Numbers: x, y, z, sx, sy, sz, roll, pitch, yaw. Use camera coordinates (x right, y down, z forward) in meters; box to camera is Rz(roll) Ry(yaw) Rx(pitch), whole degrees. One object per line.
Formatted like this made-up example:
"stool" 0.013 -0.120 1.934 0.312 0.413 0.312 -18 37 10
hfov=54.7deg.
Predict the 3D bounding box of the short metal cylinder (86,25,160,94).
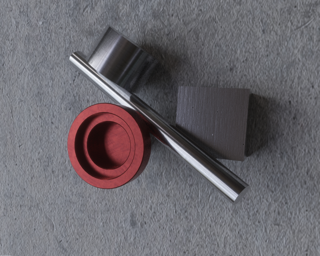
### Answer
"short metal cylinder" -0.047 -0.088 0.396 0.080 0.080 0.050 39 102 15

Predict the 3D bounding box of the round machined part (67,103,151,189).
"round machined part" -0.056 0.020 0.367 0.098 0.042 0.097 1 92 19

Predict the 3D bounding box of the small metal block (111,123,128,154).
"small metal block" -0.044 0.007 0.412 0.025 0.050 0.050 -2 89 20

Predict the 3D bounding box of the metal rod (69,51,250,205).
"metal rod" -0.021 -0.017 0.377 0.300 0.025 0.025 40 103 30

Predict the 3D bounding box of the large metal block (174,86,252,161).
"large metal block" 0.065 -0.006 0.374 0.080 0.050 0.079 5 92 19
